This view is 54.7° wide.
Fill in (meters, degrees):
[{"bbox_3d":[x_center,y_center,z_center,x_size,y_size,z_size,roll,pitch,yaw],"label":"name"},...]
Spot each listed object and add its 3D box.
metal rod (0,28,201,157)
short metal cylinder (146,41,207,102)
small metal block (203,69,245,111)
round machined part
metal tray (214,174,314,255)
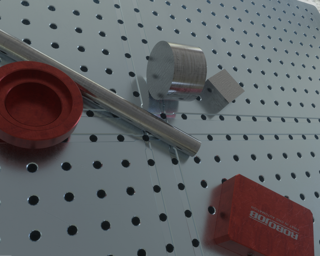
[{"bbox_3d":[-0.081,-0.044,0.392,0.301,0.025,0.025,29,52,-10],"label":"metal rod"},{"bbox_3d":[0.021,-0.078,0.434,0.050,0.080,0.080,1,62,-28],"label":"short metal cylinder"},{"bbox_3d":[0.101,-0.062,0.503,0.050,0.025,0.050,-34,81,-38],"label":"small metal block"},{"bbox_3d":[-0.138,-0.021,0.337,0.099,0.042,0.098,14,56,-21],"label":"round machined part"},{"bbox_3d":[0.140,0.128,0.404,0.131,0.030,0.090,27,52,-12],"label":"metal tray"}]
